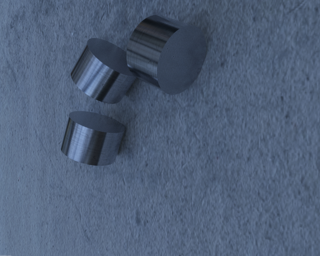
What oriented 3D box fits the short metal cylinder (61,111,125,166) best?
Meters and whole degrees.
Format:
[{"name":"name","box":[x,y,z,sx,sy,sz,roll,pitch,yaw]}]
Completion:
[{"name":"short metal cylinder","box":[-0.096,0.013,0.446,0.080,0.081,0.050,30,109,36]}]

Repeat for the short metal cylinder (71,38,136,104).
[{"name":"short metal cylinder","box":[-0.075,-0.079,0.429,0.050,0.081,0.080,-51,60,28]}]

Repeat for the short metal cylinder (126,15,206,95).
[{"name":"short metal cylinder","box":[0.008,-0.085,0.361,0.050,0.081,0.079,32,110,35]}]
